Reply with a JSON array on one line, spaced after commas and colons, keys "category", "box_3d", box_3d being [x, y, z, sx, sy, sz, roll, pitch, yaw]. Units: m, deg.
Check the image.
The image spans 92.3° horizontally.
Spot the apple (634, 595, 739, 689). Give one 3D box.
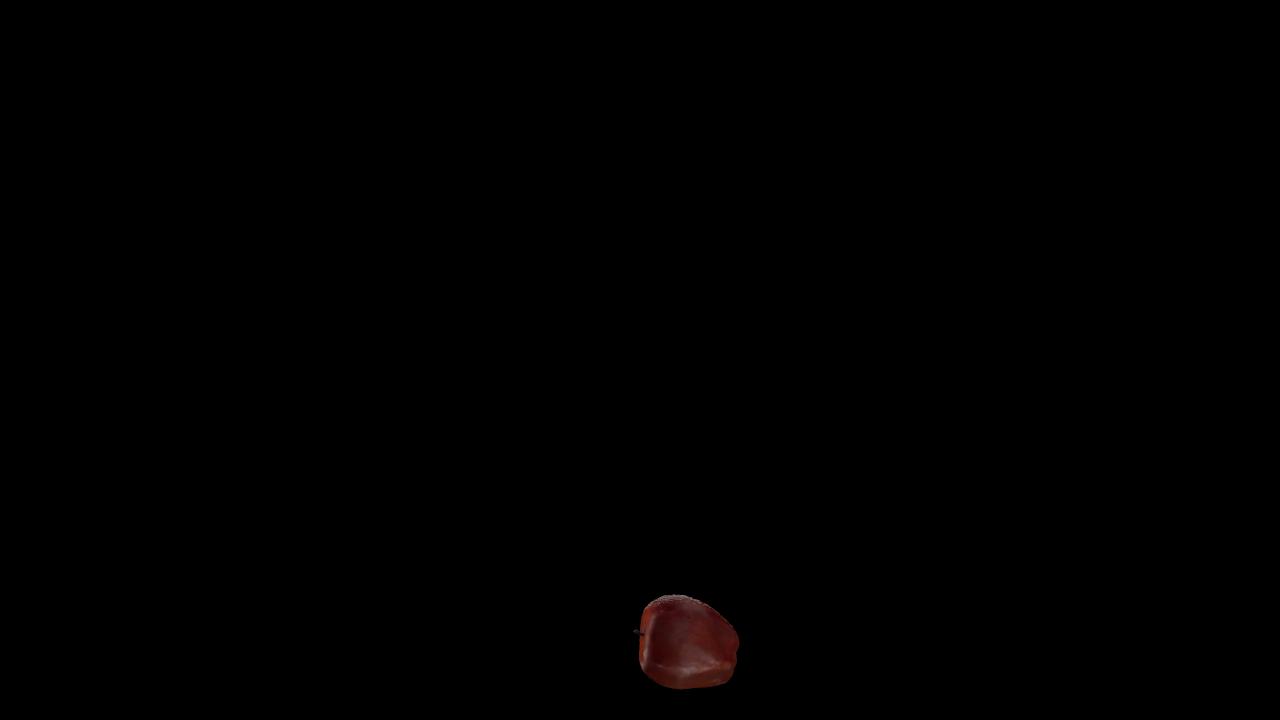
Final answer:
[{"category": "apple", "box_3d": [0.040, 0.251, 0.550, 0.093, 0.079, 0.079, 11, 0, -1]}]
